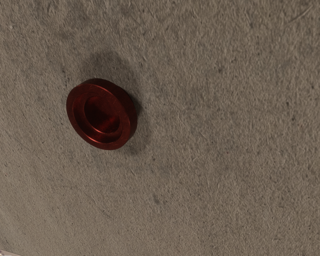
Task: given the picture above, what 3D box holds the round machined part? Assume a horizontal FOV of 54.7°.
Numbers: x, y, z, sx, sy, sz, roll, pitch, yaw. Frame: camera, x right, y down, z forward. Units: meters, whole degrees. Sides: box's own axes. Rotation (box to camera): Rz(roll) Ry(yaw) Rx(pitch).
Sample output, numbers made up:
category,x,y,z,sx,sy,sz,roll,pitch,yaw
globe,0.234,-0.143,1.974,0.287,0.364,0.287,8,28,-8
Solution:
category,x,y,z,sx,sy,sz,roll,pitch,yaw
round machined part,-0.074,-0.022,0.419,0.098,0.042,0.097,13,124,20
